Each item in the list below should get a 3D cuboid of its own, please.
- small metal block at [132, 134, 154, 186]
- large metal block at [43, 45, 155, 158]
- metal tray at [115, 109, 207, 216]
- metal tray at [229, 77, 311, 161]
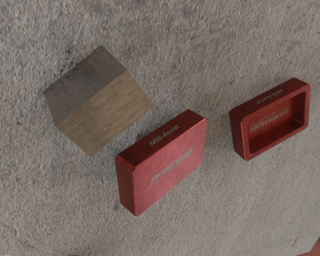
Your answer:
[{"bbox_3d":[-0.026,0.043,0.401,0.025,0.050,0.050,15,114,-3],"label":"small metal block"},{"bbox_3d":[-0.065,-0.031,0.318,0.080,0.080,0.050,-39,130,-2],"label":"large metal block"},{"bbox_3d":[0.005,0.042,0.399,0.131,0.030,0.089,-33,140,-33],"label":"metal tray"},{"bbox_3d":[0.177,-0.014,0.494,0.131,0.030,0.090,-27,128,-12],"label":"metal tray"}]
